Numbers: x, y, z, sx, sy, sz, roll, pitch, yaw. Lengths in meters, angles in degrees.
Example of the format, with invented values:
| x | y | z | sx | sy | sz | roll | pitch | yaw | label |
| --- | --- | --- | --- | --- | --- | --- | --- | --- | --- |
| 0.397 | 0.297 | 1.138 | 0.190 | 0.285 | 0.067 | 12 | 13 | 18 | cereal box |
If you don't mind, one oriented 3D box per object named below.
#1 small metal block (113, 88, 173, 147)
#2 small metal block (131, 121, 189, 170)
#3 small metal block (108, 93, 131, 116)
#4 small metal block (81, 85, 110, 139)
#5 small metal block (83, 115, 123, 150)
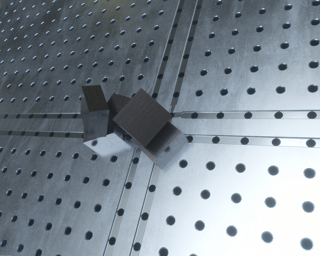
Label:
| x | y | z | sx | sy | sz | roll | pitch | yaw | label |
| --- | --- | --- | --- | --- | --- | --- | --- | --- | --- |
| -0.022 | -0.012 | 0.376 | 0.050 | 0.025 | 0.050 | 42 | 83 | -6 | small metal block |
| 0.000 | 0.016 | 0.398 | 0.050 | 0.025 | 0.050 | -46 | 51 | -4 | small metal block |
| -0.039 | -0.019 | 0.423 | 0.050 | 0.050 | 0.025 | 20 | 73 | 35 | small metal block |
| -0.088 | -0.022 | 0.414 | 0.025 | 0.050 | 0.050 | -7 | 49 | -22 | small metal block |
| -0.082 | -0.001 | 0.451 | 0.050 | 0.025 | 0.050 | -18 | 55 | 17 | small metal block |
